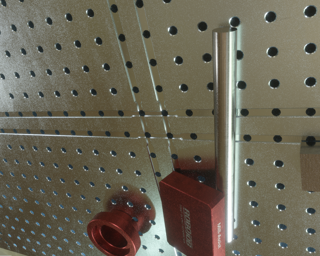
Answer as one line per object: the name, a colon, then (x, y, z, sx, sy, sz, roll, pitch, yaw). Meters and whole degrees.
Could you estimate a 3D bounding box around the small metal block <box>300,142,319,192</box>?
small metal block: (0.184, 0.043, 0.341, 0.050, 0.025, 0.050, -1, 118, 28)

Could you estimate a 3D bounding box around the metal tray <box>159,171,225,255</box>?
metal tray: (0.047, 0.135, 0.448, 0.090, 0.030, 0.129, 19, 128, 39)

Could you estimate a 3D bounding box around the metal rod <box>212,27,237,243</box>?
metal rod: (0.081, 0.030, 0.386, 0.025, 0.025, 0.298, 7, 122, 24)

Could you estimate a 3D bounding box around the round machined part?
round machined part: (-0.077, 0.187, 0.554, 0.098, 0.042, 0.097, 13, 124, 20)
